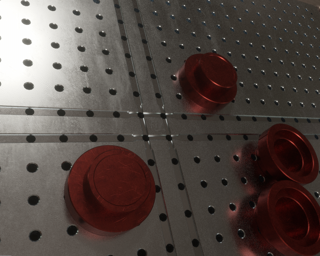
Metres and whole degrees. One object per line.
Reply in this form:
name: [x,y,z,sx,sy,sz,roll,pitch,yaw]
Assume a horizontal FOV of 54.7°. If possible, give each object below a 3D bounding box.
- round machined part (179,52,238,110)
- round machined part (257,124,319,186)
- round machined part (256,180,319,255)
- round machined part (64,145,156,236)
round machined part: [0.083,-0.081,0.494,0.099,0.042,0.098,14,56,-21]
round machined part: [0.189,0.045,0.474,0.099,0.042,0.098,14,56,-21]
round machined part: [0.170,0.123,0.416,0.099,0.042,0.098,14,56,-21]
round machined part: [-0.049,0.062,0.334,0.099,0.042,0.098,14,56,-21]
